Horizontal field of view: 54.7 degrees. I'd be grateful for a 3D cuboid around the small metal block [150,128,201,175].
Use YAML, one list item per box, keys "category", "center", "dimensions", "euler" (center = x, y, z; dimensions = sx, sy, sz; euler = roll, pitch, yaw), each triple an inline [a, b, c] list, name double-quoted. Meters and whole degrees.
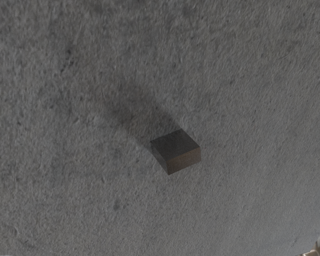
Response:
- category: "small metal block"
  center: [0.021, 0.031, 0.423]
  dimensions: [0.050, 0.050, 0.025]
  euler: [-21, 127, -16]
